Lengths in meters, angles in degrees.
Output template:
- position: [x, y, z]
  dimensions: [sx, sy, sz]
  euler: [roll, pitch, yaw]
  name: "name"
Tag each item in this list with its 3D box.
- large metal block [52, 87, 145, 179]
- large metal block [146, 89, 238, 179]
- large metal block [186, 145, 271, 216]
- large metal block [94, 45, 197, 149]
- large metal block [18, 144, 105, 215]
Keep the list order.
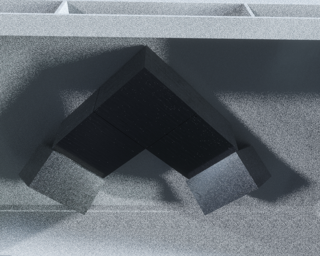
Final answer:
- position: [-0.075, 0.009, 0.397]
  dimensions: [0.080, 0.050, 0.080]
  euler: [-36, 122, 26]
  name: "large metal block"
- position: [0.040, 0.010, 0.399]
  dimensions: [0.080, 0.050, 0.080]
  euler: [-36, 122, 26]
  name: "large metal block"
- position: [0.095, 0.069, 0.422]
  dimensions: [0.080, 0.050, 0.080]
  euler: [-36, 165, 26]
  name: "large metal block"
- position: [-0.016, -0.033, 0.361]
  dimensions: [0.080, 0.050, 0.080]
  euler: [-36, 122, 26]
  name: "large metal block"
- position: [-0.134, 0.068, 0.418]
  dimensions: [0.080, 0.050, 0.080]
  euler: [38, 163, -28]
  name: "large metal block"
